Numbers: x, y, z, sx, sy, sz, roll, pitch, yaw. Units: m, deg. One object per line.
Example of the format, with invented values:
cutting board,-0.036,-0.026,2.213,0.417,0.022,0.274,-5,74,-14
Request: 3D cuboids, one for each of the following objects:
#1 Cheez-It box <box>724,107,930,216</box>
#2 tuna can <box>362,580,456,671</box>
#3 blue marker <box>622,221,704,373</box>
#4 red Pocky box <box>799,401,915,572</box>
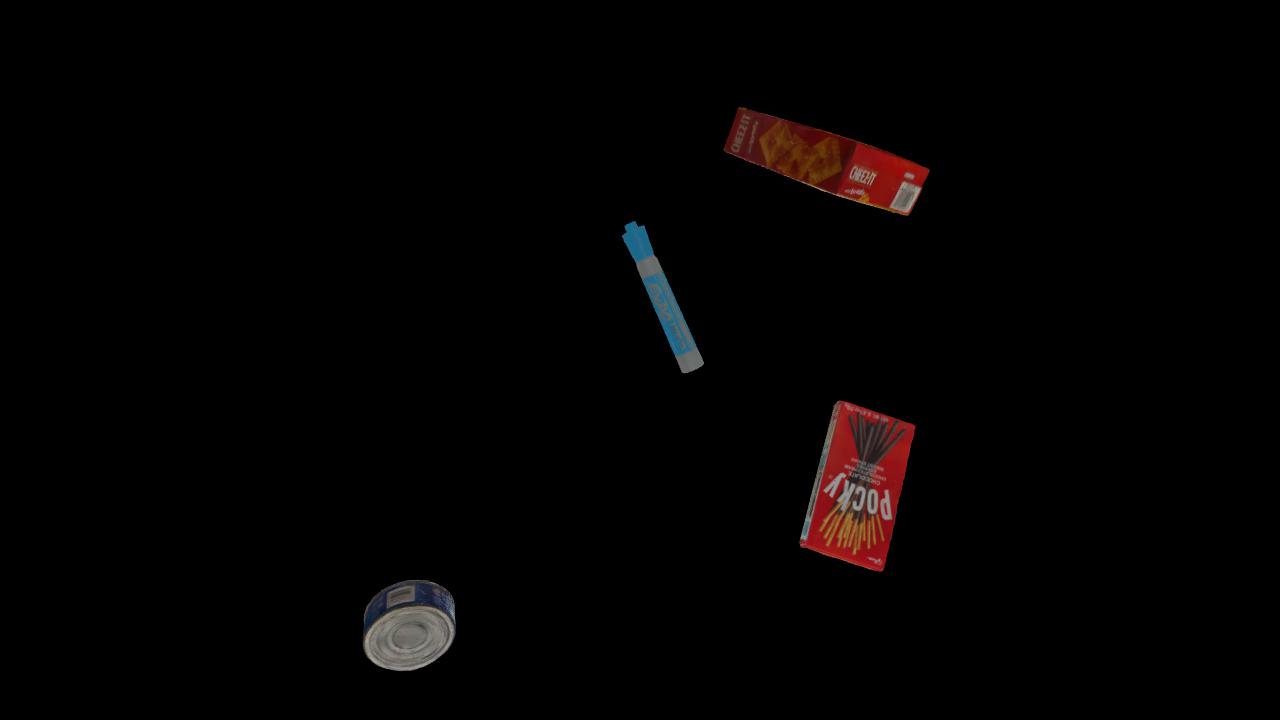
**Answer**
Cheez-It box,0.249,-0.274,0.839,0.166,0.071,0.223,1,29,-36
tuna can,-0.220,0.255,0.589,0.084,0.084,0.034,0,23,-20
blue marker,0.017,-0.048,0.468,0.020,0.121,0.020,-24,9,4
red Pocky box,0.222,0.127,0.626,0.083,0.155,0.028,18,-12,-1
